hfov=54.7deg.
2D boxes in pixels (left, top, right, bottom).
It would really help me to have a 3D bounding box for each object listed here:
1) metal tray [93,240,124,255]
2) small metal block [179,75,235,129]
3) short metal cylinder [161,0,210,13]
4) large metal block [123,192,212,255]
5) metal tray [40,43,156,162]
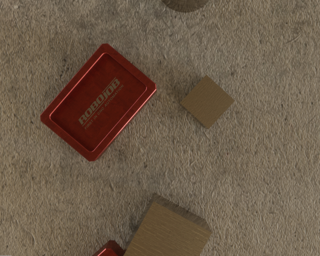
[{"bbox_3d":[-0.055,0.227,0.407,0.090,0.030,0.130,-42,90,0],"label":"metal tray"},{"bbox_3d":[0.061,-0.034,0.411,0.050,0.025,0.050,43,90,0],"label":"small metal block"},{"bbox_3d":[0.035,-0.197,0.398,0.081,0.050,0.080,0,90,0],"label":"short metal cylinder"},{"bbox_3d":[0.008,0.142,0.398,0.080,0.050,0.080,29,90,0],"label":"large metal block"},{"bbox_3d":[-0.078,-0.033,0.406,0.090,0.030,0.130,41,90,0],"label":"metal tray"}]
